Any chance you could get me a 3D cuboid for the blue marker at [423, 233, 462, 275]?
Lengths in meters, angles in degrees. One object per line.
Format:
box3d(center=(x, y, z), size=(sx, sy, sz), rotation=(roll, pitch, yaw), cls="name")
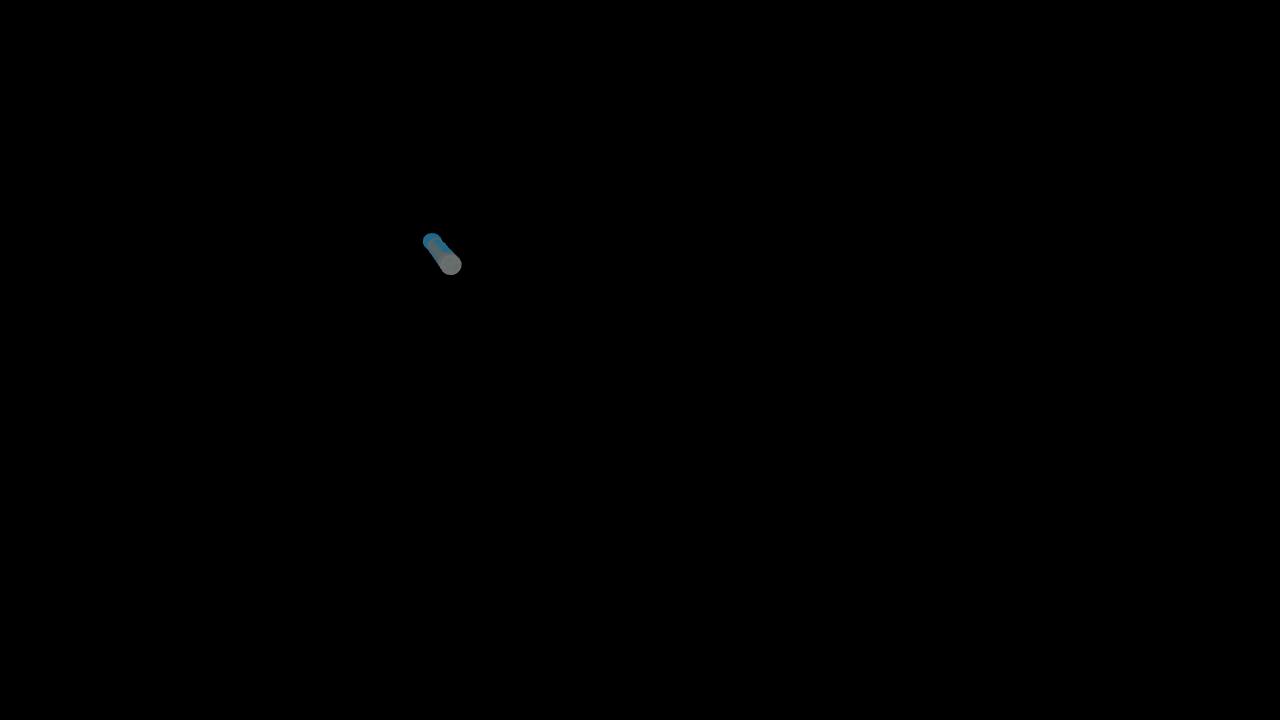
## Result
box3d(center=(-0.195, -0.106, 0.600), size=(0.020, 0.020, 0.121), rotation=(0, 20, -27), cls="blue marker")
